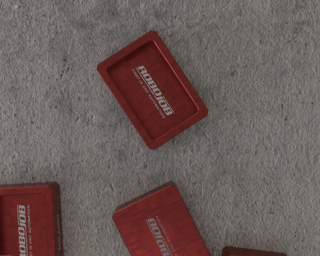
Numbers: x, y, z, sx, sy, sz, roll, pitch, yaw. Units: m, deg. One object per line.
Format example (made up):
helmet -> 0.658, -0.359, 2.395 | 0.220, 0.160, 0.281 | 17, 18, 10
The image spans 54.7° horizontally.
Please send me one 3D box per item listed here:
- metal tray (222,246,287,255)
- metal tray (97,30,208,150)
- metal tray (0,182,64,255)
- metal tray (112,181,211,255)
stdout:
metal tray -> 0.122, 0.230, 0.408 | 0.091, 0.030, 0.129 | 7, 90, 0
metal tray -> -0.009, -0.048, 0.407 | 0.090, 0.030, 0.130 | -33, 90, 0
metal tray -> -0.178, 0.140, 0.405 | 0.091, 0.030, 0.129 | -3, 90, 0
metal tray -> 0.006, 0.148, 0.408 | 0.090, 0.030, 0.130 | -26, 90, 0
